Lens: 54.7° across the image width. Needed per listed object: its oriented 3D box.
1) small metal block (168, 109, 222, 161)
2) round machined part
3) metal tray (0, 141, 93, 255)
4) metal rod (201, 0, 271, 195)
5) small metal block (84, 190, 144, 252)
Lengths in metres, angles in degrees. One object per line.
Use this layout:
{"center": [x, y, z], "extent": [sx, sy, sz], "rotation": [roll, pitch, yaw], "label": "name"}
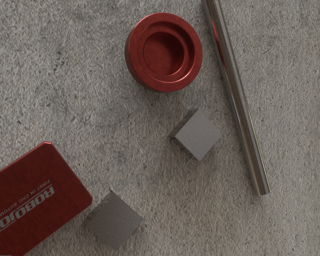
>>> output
{"center": [0.048, 0.010, 0.428], "extent": [0.050, 0.025, 0.050], "rotation": [46, 76, -15], "label": "small metal block"}
{"center": [0.002, -0.094, 0.402], "extent": [0.099, 0.042, 0.097], "rotation": [0, 90, -21], "label": "round machined part"}
{"center": [-0.156, 0.086, 0.349], "extent": [0.131, 0.030, 0.090], "rotation": [-36, 102, -17], "label": "metal tray"}
{"center": [0.112, -0.045, 0.451], "extent": [0.025, 0.025, 0.298], "rotation": [-19, 97, -19], "label": "metal rod"}
{"center": [-0.058, 0.115, 0.389], "extent": [0.050, 0.025, 0.050], "rotation": [47, 75, -15], "label": "small metal block"}
